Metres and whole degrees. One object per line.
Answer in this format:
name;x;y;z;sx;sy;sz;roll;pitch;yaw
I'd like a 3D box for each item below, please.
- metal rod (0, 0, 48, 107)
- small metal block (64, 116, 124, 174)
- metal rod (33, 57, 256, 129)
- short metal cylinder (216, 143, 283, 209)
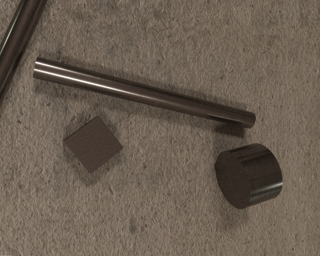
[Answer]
metal rod;-0.158;-0.110;0.350;0.025;0.025;0.299;23;82;-19
small metal block;-0.082;0.020;0.380;0.050;0.025;0.050;-39;103;-16
metal rod;-0.005;-0.041;0.408;0.302;0.025;0.025;12;86;-20
short metal cylinder;0.120;0.065;0.426;0.050;0.080;0.079;-12;94;-20
